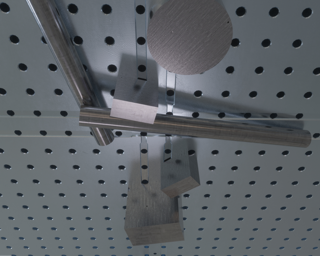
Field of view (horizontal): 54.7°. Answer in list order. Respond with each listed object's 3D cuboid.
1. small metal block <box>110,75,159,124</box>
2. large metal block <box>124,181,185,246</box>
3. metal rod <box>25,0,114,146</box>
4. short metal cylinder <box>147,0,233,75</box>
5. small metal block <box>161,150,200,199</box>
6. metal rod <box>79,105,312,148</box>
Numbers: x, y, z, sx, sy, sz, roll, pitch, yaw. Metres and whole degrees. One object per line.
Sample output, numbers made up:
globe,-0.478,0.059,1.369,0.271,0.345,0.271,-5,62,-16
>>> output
small metal block,-0.029,-0.034,0.366,0.050,0.050,0.025,11,129,-9
large metal block,-0.007,0.132,0.488,0.080,0.080,0.050,-9,130,7
metal rod,-0.108,-0.095,0.329,0.025,0.025,0.299,-10,130,8
short metal cylinder,0.028,-0.101,0.310,0.081,0.050,0.079,0,130,0
small metal block,0.029,0.068,0.453,0.050,0.050,0.025,-30,124,23
metal rod,0.053,0.000,0.395,0.302,0.025,0.025,6,130,-12
